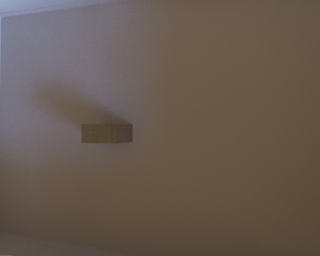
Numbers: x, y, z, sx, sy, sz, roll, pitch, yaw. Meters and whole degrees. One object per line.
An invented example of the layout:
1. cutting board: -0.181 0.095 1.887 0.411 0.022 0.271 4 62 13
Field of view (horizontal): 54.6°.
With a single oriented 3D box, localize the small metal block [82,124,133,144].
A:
1. small metal block: -0.071 0.007 0.423 0.050 0.050 0.025 0 90 20
